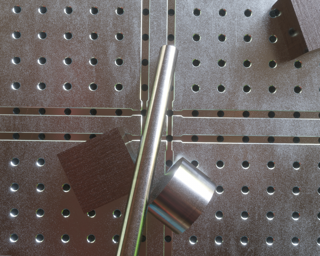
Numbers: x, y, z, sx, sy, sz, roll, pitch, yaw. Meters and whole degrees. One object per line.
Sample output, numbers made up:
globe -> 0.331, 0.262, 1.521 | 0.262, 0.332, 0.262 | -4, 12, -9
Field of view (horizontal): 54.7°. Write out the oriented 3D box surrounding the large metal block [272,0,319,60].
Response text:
large metal block -> 0.206, -0.144, 0.402 | 0.080, 0.050, 0.080 | -19, 90, 0

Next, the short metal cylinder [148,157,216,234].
short metal cylinder -> 0.024, 0.083, 0.386 | 0.050, 0.080, 0.080 | 38, 90, 0

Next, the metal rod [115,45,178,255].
metal rod -> -0.015, 0.036, 0.370 | 0.025, 0.025, 0.299 | 11, 73, 0

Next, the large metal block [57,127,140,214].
large metal block -> -0.072, 0.051, 0.400 | 0.080, 0.050, 0.080 | -25, 90, 0
